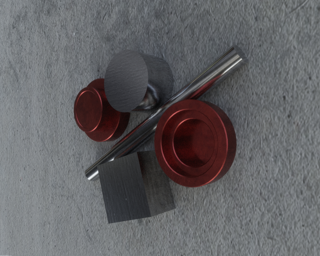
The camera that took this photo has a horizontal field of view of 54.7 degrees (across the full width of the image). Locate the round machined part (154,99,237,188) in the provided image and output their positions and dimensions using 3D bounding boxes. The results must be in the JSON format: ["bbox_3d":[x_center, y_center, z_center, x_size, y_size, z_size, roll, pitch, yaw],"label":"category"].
[{"bbox_3d":[0.044,0.017,0.359,0.098,0.042,0.097,0,90,40],"label":"round machined part"}]

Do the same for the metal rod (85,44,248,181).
[{"bbox_3d":[-0.011,-0.003,0.417,0.299,0.025,0.025,-38,67,33],"label":"metal rod"}]

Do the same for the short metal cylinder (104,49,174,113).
[{"bbox_3d":[-0.029,-0.060,0.413,0.080,0.050,0.079,0,90,40],"label":"short metal cylinder"}]

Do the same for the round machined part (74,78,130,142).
[{"bbox_3d":[-0.095,-0.027,0.473,0.098,0.042,0.097,0,90,40],"label":"round machined part"}]

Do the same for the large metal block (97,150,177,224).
[{"bbox_3d":[-0.033,0.079,0.418,0.080,0.050,0.080,-22,76,38],"label":"large metal block"}]
